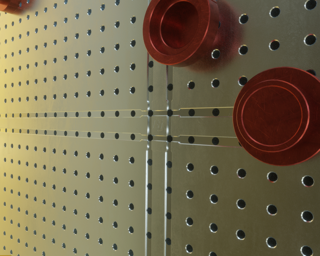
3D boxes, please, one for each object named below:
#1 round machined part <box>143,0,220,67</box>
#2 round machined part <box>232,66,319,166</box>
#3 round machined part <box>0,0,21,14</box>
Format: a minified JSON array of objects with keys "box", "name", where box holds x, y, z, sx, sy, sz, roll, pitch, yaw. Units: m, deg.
[{"box":[0.029,-0.122,0.375,0.098,0.042,0.097,0,90,40],"name":"round machined part"},{"box":[0.115,-0.011,0.303,0.098,0.042,0.097,0,90,40],"name":"round machined part"},{"box":[-0.349,-0.310,0.689,0.098,0.042,0.097,0,90,40],"name":"round machined part"}]
